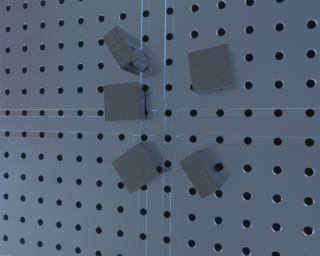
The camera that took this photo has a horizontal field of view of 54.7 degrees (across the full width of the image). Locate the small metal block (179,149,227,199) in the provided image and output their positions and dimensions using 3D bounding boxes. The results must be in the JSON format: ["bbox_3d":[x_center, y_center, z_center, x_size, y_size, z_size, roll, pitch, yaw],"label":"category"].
[{"bbox_3d":[0.054,0.054,0.380,0.025,0.050,0.050,-36,79,16],"label":"small metal block"}]

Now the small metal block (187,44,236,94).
[{"bbox_3d":[0.066,-0.073,0.389,0.050,0.025,0.050,-9,87,19],"label":"small metal block"}]

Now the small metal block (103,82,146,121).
[{"bbox_3d":[-0.049,-0.035,0.429,0.050,0.025,0.050,-3,89,19],"label":"small metal block"}]

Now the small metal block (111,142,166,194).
[{"bbox_3d":[-0.029,0.053,0.422,0.050,0.025,0.050,-36,79,16],"label":"small metal block"}]

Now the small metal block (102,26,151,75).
[{"bbox_3d":[-0.043,-0.102,0.414,0.025,0.050,0.050,-34,79,17],"label":"small metal block"}]
